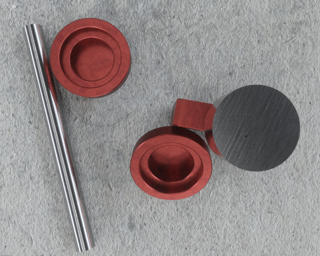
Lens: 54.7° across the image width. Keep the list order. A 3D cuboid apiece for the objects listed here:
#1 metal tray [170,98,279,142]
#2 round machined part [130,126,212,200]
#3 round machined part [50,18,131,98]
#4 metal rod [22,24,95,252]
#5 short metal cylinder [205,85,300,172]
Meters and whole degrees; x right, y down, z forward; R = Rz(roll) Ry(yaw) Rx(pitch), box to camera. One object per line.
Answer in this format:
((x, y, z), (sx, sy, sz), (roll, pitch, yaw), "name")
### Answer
((0.080, -0.007, 0.378), (0.131, 0.090, 0.030), (10, 90, -1), "metal tray")
((0.014, 0.040, 0.389), (0.099, 0.042, 0.097), (1, 119, 2), "round machined part")
((-0.086, -0.087, 0.400), (0.099, 0.042, 0.097), (0, 90, -1), "round machined part")
((-0.133, 0.013, 0.408), (0.025, 0.025, 0.298), (-14, 90, 0), "metal rod")
((0.088, 0.000, 0.308), (0.081, 0.050, 0.079), (0, 90, -1), "short metal cylinder")
